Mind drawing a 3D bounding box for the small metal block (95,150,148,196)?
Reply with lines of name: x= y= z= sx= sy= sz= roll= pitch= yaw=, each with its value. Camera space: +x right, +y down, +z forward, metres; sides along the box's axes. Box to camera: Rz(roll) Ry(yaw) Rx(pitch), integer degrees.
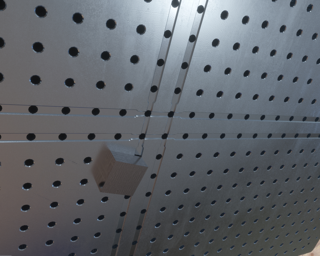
small metal block: x=-0.052 y=0.062 z=0.421 sx=0.050 sy=0.025 sz=0.050 roll=16 pitch=110 yaw=-35
